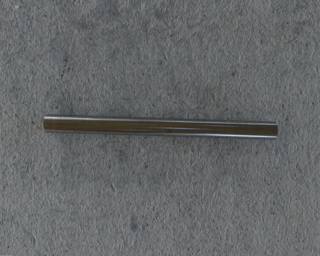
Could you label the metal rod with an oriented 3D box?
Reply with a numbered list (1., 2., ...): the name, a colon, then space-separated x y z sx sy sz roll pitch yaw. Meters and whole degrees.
1. metal rod: 0.001 -0.001 0.411 0.302 0.025 0.025 2 90 0
